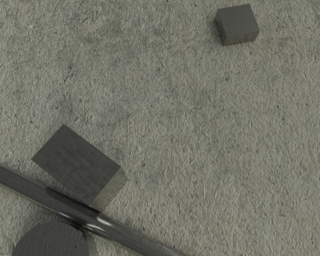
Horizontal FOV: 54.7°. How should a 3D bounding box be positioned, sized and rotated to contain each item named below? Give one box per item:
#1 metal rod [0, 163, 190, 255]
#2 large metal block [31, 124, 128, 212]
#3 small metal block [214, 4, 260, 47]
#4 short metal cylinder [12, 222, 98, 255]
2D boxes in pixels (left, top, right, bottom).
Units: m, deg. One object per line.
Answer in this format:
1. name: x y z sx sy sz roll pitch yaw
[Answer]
1. metal rod: -0.067 0.115 0.365 0.301 0.025 0.025 24 72 8
2. large metal block: -0.088 0.050 0.360 0.080 0.080 0.050 35 74 11
3. small metal block: 0.115 -0.155 0.466 0.050 0.025 0.050 -11 71 -5
4. short metal cylinder: -0.113 0.146 0.340 0.081 0.050 0.080 0 70 0
